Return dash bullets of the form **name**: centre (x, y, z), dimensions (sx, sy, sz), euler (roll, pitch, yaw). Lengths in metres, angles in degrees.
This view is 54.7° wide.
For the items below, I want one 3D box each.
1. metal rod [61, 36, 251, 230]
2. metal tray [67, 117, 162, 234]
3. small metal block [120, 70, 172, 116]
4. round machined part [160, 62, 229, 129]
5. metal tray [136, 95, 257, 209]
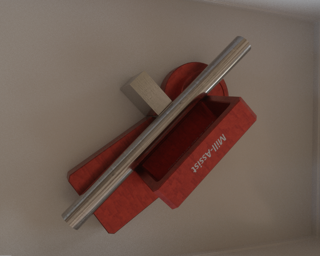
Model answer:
- **metal rod**: centre (0.003, -0.002, 0.370), dimensions (0.300, 0.025, 0.025), euler (-46, 105, -10)
- **metal tray**: centre (-0.038, 0.056, 0.393), dimensions (0.131, 0.030, 0.090), euler (-37, 102, -17)
- **small metal block**: centre (-0.019, -0.042, 0.390), dimensions (0.025, 0.050, 0.050), euler (-47, 105, -14)
- **round machined part**: centre (0.052, -0.041, 0.420), dimensions (0.099, 0.042, 0.097), euler (0, 90, -21)
- **metal tray**: centre (0.035, 0.020, 0.348), dimensions (0.130, 0.090, 0.030), euler (-46, 108, -8)
